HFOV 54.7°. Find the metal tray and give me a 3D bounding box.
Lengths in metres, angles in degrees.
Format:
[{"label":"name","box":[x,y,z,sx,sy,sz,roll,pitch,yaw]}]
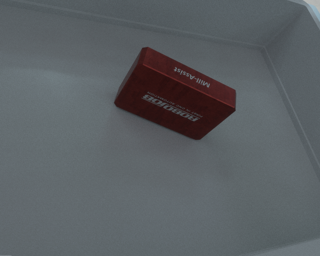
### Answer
[{"label":"metal tray","box":[0.018,-0.038,0.394,0.131,0.090,0.030,23,53,-16]}]
